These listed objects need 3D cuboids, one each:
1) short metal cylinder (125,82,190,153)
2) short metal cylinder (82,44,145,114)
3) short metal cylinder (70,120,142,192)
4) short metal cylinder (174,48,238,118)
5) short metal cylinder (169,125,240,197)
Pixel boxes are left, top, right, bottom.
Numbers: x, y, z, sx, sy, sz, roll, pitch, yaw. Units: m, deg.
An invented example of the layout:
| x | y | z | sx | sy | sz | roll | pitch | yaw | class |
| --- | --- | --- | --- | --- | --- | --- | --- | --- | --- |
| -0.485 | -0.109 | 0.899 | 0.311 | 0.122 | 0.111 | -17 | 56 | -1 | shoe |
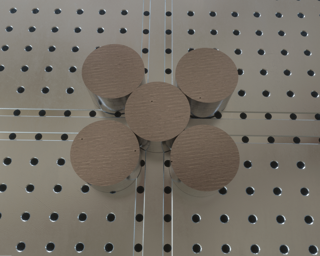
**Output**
| x | y | z | sx | sy | sz | roll | pitch | yaw | class |
| --- | --- | --- | --- | --- | --- | --- | --- | --- | --- |
| -0.003 | -0.013 | 0.403 | 0.081 | 0.050 | 0.080 | 0 | 70 | 0 | short metal cylinder |
| -0.060 | -0.066 | 0.421 | 0.081 | 0.050 | 0.080 | 0 | 70 | 0 | short metal cylinder |
| -0.064 | 0.036 | 0.383 | 0.081 | 0.050 | 0.080 | 0 | 70 | 0 | short metal cylinder |
| 0.060 | -0.060 | 0.419 | 0.081 | 0.050 | 0.080 | 0 | 70 | 0 | short metal cylinder |
| 0.052 | 0.042 | 0.383 | 0.081 | 0.050 | 0.080 | 0 | 70 | 0 | short metal cylinder |
